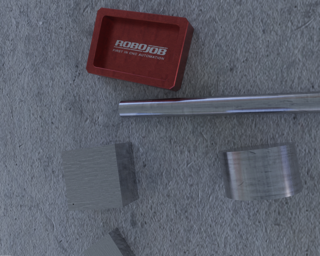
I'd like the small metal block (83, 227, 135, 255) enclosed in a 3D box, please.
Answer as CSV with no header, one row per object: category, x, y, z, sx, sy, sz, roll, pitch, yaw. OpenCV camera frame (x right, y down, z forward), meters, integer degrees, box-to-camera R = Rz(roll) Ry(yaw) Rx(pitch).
small metal block,-0.070,0.177,0.432,0.050,0.025,0.050,-40,78,15

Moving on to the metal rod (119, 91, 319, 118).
metal rod,0.091,-0.028,0.376,0.301,0.025,0.025,-1,90,19

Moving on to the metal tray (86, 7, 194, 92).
metal tray,-0.029,-0.106,0.415,0.130,0.030,0.089,14,95,19

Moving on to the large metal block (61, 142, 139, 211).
large metal block,-0.081,0.065,0.423,0.080,0.050,0.080,-9,87,19

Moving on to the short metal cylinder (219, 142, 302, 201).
short metal cylinder,0.109,0.046,0.341,0.080,0.080,0.050,-9,87,19
